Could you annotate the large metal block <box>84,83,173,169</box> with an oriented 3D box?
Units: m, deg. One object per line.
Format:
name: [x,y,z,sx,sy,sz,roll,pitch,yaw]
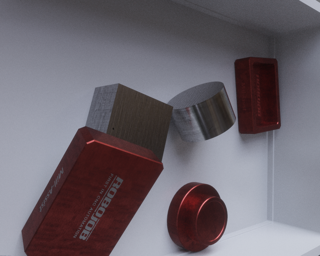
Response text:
large metal block: [-0.038,0.002,0.360,0.080,0.050,0.080,20,77,-39]

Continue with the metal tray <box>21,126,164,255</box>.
metal tray: [-0.066,0.072,0.312,0.090,0.030,0.129,24,102,-36]

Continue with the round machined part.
round machined part: [0.061,0.130,0.449,0.099,0.042,0.097,0,90,-40]

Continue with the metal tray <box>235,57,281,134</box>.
metal tray: [0.177,-0.058,0.554,0.091,0.030,0.129,-8,95,-40]

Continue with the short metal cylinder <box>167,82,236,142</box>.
short metal cylinder: [0.056,-0.023,0.420,0.080,0.080,0.050,-38,114,-34]
